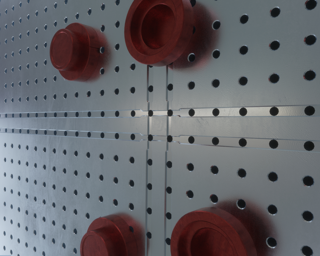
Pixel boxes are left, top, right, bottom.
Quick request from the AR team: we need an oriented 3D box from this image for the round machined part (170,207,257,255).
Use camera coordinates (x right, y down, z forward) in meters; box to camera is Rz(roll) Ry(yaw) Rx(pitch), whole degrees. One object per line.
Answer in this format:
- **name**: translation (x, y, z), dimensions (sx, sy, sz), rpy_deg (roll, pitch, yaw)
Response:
- **round machined part**: translation (0.063, 0.138, 0.347), dimensions (0.098, 0.042, 0.097), rpy_deg (0, 90, 40)

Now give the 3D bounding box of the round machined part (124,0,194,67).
- **round machined part**: translation (0.003, -0.127, 0.397), dimensions (0.098, 0.042, 0.097), rpy_deg (0, 90, 40)

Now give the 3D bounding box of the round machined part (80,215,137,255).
- **round machined part**: translation (-0.084, 0.185, 0.469), dimensions (0.098, 0.042, 0.097), rpy_deg (0, 90, 40)

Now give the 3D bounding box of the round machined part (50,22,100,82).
- **round machined part**: translation (-0.149, -0.129, 0.523), dimensions (0.098, 0.042, 0.097), rpy_deg (0, 90, 40)
